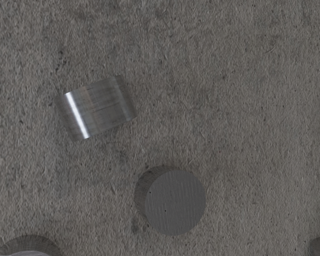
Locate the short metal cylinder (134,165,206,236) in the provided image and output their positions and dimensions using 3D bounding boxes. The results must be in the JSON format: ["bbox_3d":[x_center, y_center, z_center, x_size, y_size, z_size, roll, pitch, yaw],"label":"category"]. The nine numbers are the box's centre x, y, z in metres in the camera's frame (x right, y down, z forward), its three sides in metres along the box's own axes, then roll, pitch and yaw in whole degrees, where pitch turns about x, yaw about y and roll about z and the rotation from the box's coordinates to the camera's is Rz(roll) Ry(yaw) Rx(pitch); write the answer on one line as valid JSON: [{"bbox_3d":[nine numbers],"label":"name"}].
[{"bbox_3d":[0.012,0.091,0.400,0.081,0.050,0.080,0,90,-20],"label":"short metal cylinder"}]

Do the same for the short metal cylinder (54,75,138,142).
[{"bbox_3d":[-0.072,-0.023,0.353,0.081,0.080,0.050,-24,98,-18],"label":"short metal cylinder"}]

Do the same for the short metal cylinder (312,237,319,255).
[{"bbox_3d":[0.284,0.209,0.485,0.081,0.080,0.050,-7,93,-20],"label":"short metal cylinder"}]

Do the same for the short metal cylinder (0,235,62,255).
[{"bbox_3d":[-0.148,0.166,0.341,0.081,0.050,0.080,0,90,-20],"label":"short metal cylinder"}]
